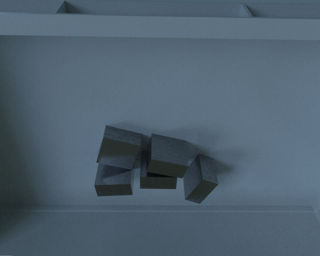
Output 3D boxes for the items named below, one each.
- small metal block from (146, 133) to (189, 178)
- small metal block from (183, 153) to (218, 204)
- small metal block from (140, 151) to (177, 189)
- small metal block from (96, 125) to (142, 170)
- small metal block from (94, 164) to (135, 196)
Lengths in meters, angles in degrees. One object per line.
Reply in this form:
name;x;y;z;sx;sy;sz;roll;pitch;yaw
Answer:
small metal block;0.009;0.038;0.425;0.050;0.050;0.025;12;129;-11
small metal block;0.058;0.075;0.457;0.025;0.050;0.050;20;127;-17
small metal block;-0.002;0.060;0.443;0.050;0.050;0.025;1;130;-2
small metal block;-0.057;0.028;0.432;0.050;0.025;0.050;14;129;-12
small metal block;-0.065;0.071;0.452;0.050;0.050;0.025;-2;130;1
